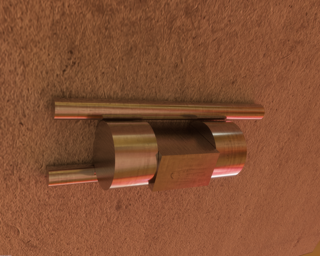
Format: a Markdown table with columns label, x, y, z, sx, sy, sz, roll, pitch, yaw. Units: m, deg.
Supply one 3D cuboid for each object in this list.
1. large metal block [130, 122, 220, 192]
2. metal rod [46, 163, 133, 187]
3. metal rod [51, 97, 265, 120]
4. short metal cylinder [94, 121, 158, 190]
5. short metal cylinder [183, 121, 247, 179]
| label | x | y | z | sx | sy | sz | roll | pitch | yaw |
| --- | --- | --- | --- | --- | --- | --- | --- | --- | --- |
| large metal block | 0.015 | 0.033 | 0.398 | 0.081 | 0.080 | 0.050 | 0 | 119 | -29 |
| metal rod | -0.002 | 0.056 | 0.442 | 0.303 | 0.025 | 0.025 | -1 | 119 | -28 |
| metal rod | 0.018 | -0.023 | 0.404 | 0.303 | 0.025 | 0.025 | -1 | 119 | -28 |
| short metal cylinder | -0.043 | 0.031 | 0.368 | 0.050 | 0.080 | 0.079 | -1 | 119 | -28 |
| short metal cylinder | 0.073 | 0.030 | 0.430 | 0.050 | 0.080 | 0.079 | -1 | 119 | -28 |
